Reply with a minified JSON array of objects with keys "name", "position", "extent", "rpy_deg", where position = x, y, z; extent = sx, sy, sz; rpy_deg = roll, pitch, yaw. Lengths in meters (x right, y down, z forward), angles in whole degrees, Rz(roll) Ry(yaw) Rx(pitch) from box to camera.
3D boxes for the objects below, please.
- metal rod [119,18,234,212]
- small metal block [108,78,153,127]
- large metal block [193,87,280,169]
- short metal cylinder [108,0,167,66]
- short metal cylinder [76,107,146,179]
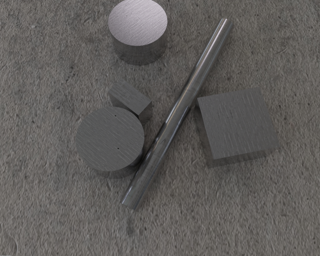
[{"name":"metal rod","position":[0.031,-0.030,0.419],"extent":[0.025,0.025,0.300],"rpy_deg":[26,72,9]},{"name":"small metal block","position":[-0.037,-0.031,0.406],"extent":[0.050,0.050,0.025],"rpy_deg":[38,75,12]},{"name":"large metal block","position":[0.093,0.001,0.395],"extent":[0.081,0.050,0.080],"rpy_deg":[-11,70,-4]},{"name":"short metal cylinder","position":[-0.030,-0.137,0.445],"extent":[0.081,0.050,0.080],"rpy_deg":[0,70,0]},{"name":"short metal cylinder","position":[-0.059,0.020,0.387],"extent":[0.081,0.050,0.080],"rpy_deg":[0,70,0]}]
